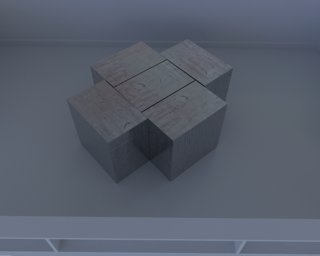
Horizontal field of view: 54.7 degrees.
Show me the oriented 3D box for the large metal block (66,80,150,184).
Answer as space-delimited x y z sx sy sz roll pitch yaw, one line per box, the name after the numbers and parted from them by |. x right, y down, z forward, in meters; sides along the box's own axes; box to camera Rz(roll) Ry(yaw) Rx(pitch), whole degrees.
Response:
-0.058 0.004 0.364 0.050 0.080 0.080 -34 58 -25 | large metal block

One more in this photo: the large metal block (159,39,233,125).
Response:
0.044 -0.059 0.419 0.050 0.080 0.080 -34 58 -25 | large metal block

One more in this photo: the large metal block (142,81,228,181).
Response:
0.027 0.004 0.366 0.080 0.080 0.050 -33 58 -25 | large metal block

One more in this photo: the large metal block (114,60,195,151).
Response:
-0.006 -0.026 0.390 0.080 0.080 0.050 -33 58 -25 | large metal block

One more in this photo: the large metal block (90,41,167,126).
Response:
-0.039 -0.056 0.414 0.080 0.080 0.050 -33 58 -25 | large metal block
